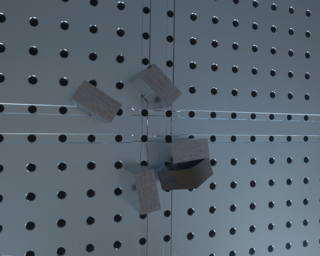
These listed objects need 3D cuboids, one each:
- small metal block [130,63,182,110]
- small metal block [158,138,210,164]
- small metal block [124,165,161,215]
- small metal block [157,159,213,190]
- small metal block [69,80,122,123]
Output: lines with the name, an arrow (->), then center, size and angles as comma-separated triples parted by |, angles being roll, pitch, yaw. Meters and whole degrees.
small metal block -> -0.006, -0.051, 0.397 | 0.050, 0.050, 0.025 | 46, 76, -14
small metal block -> 0.030, 0.029, 0.410 | 0.050, 0.050, 0.025 | -7, 91, -20
small metal block -> -0.023, 0.076, 0.391 | 0.025, 0.050, 0.050 | -11, 94, -20
small metal block -> 0.033, 0.058, 0.401 | 0.050, 0.050, 0.025 | -23, 100, -55
small metal block -> -0.078, -0.030, 0.370 | 0.050, 0.050, 0.025 | 34, 79, -17
